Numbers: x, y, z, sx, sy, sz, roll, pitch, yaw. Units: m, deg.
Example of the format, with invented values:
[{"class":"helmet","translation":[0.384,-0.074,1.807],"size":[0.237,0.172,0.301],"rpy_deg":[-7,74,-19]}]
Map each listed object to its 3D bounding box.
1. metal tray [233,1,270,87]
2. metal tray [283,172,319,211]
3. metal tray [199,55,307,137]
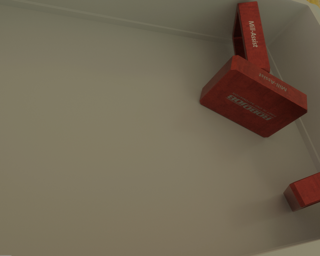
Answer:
[{"class":"metal tray","translation":[0.145,-0.126,0.505],"size":[0.030,0.090,0.130],"rpy_deg":[-5,69,5]},{"class":"metal tray","translation":[0.234,0.069,0.405],"size":[0.130,0.090,0.030],"rpy_deg":[-24,67,7]},{"class":"metal tray","translation":[0.138,-0.042,0.463],"size":[0.131,0.090,0.030],"rpy_deg":[26,53,-12]}]
